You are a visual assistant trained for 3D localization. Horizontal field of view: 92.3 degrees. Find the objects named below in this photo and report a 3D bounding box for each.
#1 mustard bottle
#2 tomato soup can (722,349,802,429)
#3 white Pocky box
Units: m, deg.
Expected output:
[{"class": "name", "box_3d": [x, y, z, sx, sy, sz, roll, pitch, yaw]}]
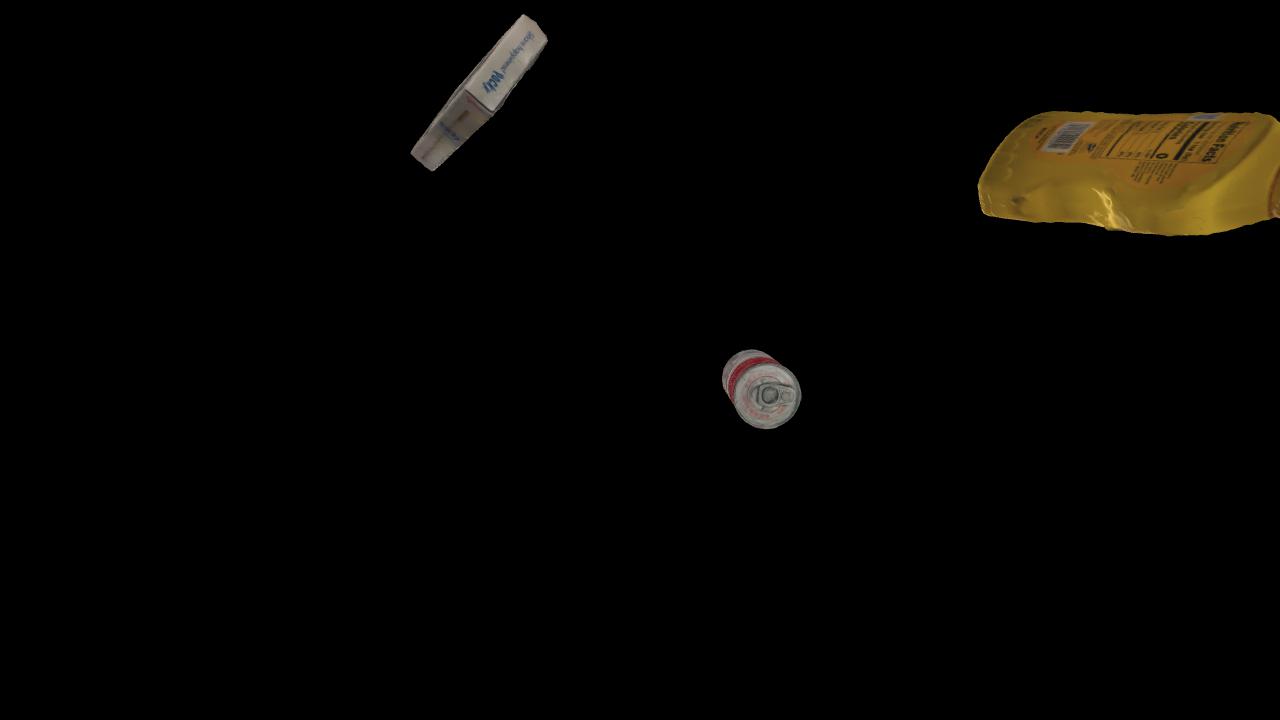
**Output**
[{"class": "mustard bottle", "box_3d": [0.316, -0.114, 0.372, 0.092, 0.054, 0.184, -39, 34, -15]}, {"class": "tomato soup can", "box_3d": [0.125, 0.028, 0.655, 0.068, 0.068, 0.101, 0, 9, 0]}, {"class": "white Pocky box", "box_3d": [-0.137, -0.212, 0.504, 0.028, 0.084, 0.154, 38, -21, -28]}]
